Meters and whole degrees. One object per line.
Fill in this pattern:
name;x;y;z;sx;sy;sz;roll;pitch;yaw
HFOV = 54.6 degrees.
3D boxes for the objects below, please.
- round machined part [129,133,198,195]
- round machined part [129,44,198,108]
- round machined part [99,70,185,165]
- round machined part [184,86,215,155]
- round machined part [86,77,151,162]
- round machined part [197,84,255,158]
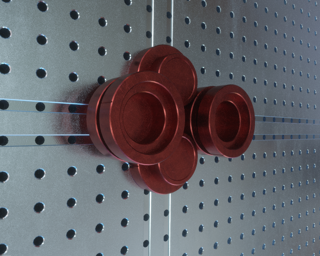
round machined part;0.011;0.038;0.405;0.099;0.042;0.097;0;90;-40
round machined part;0.011;-0.060;0.406;0.099;0.042;0.097;0;90;-40
round machined part;-0.023;-0.011;0.336;0.099;0.042;0.097;0;90;-40
round machined part;0.064;-0.010;0.449;0.099;0.042;0.097;0;90;-40
round machined part;-0.041;-0.010;0.362;0.099;0.042;0.097;0;90;-40
round machined part;0.084;-0.009;0.425;0.099;0.042;0.097;0;90;-40
